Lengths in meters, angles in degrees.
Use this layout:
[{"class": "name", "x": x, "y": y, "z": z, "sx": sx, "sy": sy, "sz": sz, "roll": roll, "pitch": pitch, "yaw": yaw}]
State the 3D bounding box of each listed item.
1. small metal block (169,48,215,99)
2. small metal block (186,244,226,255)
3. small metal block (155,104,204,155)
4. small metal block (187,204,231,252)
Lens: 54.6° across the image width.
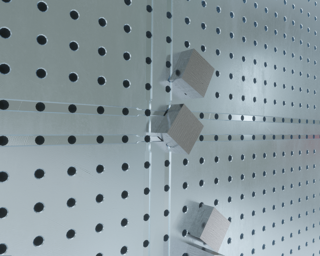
[{"class": "small metal block", "x": 0.047, "y": -0.077, "z": 0.447, "sx": 0.050, "sy": 0.025, "sz": 0.050, "roll": 35, "pitch": 69, "yaw": -34}, {"class": "small metal block", "x": 0.061, "y": 0.200, "z": 0.444, "sx": 0.025, "sy": 0.050, "sz": 0.050, "roll": 23, "pitch": 76, "yaw": -38}, {"class": "small metal block", "x": 0.028, "y": 0.002, "z": 0.431, "sx": 0.050, "sy": 0.025, "sz": 0.050, "roll": 45, "pitch": 63, "yaw": -31}, {"class": "small metal block", "x": 0.075, "y": 0.152, "z": 0.471, "sx": 0.050, "sy": 0.025, "sz": 0.050, "roll": 46, "pitch": 63, "yaw": -30}]
